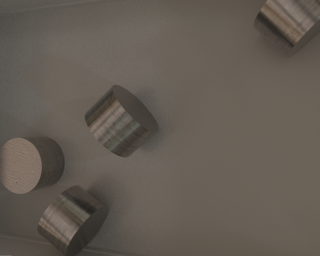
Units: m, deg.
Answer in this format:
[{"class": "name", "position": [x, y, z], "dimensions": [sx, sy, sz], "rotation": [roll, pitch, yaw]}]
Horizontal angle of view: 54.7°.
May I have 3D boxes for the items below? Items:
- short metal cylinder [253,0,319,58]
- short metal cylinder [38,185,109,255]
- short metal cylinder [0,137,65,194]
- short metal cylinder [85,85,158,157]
[{"class": "short metal cylinder", "position": [0.148, -0.122, 0.329], "dimensions": [0.080, 0.080, 0.050], "rotation": [-44, 77, 14]}, {"class": "short metal cylinder", "position": [-0.116, 0.126, 0.421], "dimensions": [0.050, 0.080, 0.080], "rotation": [32, 100, 17]}, {"class": "short metal cylinder", "position": [-0.192, 0.054, 0.463], "dimensions": [0.080, 0.050, 0.079], "rotation": [0, 90, 19]}, {"class": "short metal cylinder", "position": [-0.048, -0.009, 0.397], "dimensions": [0.050, 0.080, 0.080], "rotation": [-42, 77, 15]}]
